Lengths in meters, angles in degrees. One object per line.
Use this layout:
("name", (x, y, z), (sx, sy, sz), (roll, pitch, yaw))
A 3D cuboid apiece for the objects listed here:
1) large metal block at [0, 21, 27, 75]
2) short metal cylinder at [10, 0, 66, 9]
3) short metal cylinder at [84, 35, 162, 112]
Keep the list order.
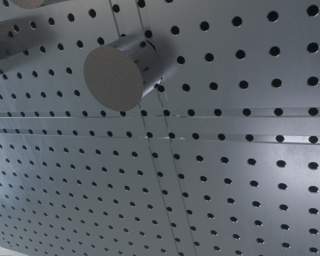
("large metal block", (-0.258, -0.104, 0.447), (0.080, 0.080, 0.050), (-24, 105, 36))
("short metal cylinder", (-0.144, -0.183, 0.357), (0.080, 0.050, 0.079), (13, 124, 21))
("short metal cylinder", (-0.044, -0.067, 0.377), (0.080, 0.050, 0.079), (13, 124, 21))
